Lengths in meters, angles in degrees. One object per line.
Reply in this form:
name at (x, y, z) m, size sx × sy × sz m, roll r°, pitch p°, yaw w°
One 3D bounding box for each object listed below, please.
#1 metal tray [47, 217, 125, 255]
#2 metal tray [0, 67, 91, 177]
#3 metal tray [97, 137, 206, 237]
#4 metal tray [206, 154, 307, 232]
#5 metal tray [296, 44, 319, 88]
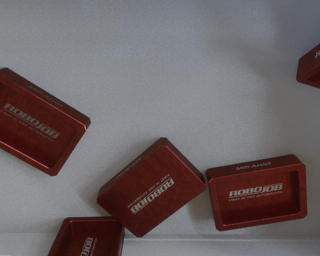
metal tray at (-0.100, 0.172, 0.418) m, size 0.091 × 0.130 × 0.030 m, roll -1°, pitch 110°, yaw 0°
metal tray at (-0.170, -0.006, 0.404) m, size 0.130 × 0.030 × 0.090 m, roll 33°, pitch 107°, yaw -12°
metal tray at (-0.013, 0.086, 0.440) m, size 0.130 × 0.030 × 0.090 m, roll -40°, pitch 106°, yaw 13°
metal tray at (0.138, 0.094, 0.444) m, size 0.131 × 0.030 × 0.089 m, roll -10°, pitch 110°, yaw 3°
metal tray at (0.223, -0.074, 0.331) m, size 0.091 × 0.130 × 0.030 m, roll 16°, pitch 76°, yaw -4°
